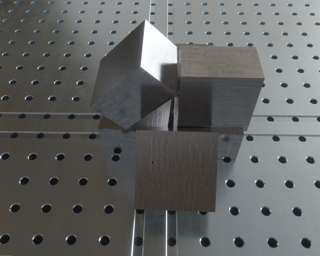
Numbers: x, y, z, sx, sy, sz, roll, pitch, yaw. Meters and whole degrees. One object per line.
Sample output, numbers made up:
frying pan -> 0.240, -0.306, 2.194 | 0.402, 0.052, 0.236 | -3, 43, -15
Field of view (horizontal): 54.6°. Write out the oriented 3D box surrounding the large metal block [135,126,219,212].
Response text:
large metal block -> 0.017, 0.041, 0.331 | 0.080, 0.050, 0.080 | 2, 95, 1

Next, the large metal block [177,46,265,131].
large metal block -> 0.061, -0.042, 0.343 | 0.080, 0.080, 0.050 | 1, 50, 1

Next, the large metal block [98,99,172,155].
large metal block -> -0.027, -0.011, 0.401 | 0.080, 0.050, 0.080 | 5, 50, 4

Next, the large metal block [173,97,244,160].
large metal block -> 0.058, -0.008, 0.398 | 0.080, 0.050, 0.080 | 2, 50, 2

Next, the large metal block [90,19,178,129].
large metal block -> -0.027, -0.058, 0.345 | 0.080, 0.050, 0.080 | -31, 40, 33

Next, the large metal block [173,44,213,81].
large metal block -> 0.027, -0.081, 0.431 | 0.080, 0.080, 0.050 | 2, 89, 1
